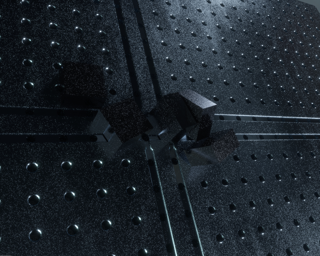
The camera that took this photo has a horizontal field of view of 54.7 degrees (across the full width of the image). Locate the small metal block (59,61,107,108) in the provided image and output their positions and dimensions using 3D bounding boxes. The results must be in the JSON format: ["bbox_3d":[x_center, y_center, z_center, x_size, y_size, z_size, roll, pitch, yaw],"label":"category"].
[{"bbox_3d":[-0.098,-0.054,0.390,0.050,0.025,0.050,2,61,-28],"label":"small metal block"}]

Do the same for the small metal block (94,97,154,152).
[{"bbox_3d":[-0.045,-0.005,0.388,0.050,0.025,0.050,-28,77,-37],"label":"small metal block"}]

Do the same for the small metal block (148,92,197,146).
[{"bbox_3d":[0.015,-0.011,0.409,0.025,0.050,0.050,-18,71,-35],"label":"small metal block"}]

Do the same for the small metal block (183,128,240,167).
[{"bbox_3d":[0.069,0.026,0.412,0.050,0.050,0.025,-32,100,-38],"label":"small metal block"}]

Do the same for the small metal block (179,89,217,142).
[{"bbox_3d":[0.045,-0.018,0.417,0.025,0.050,0.050,-18,40,-35],"label":"small metal block"}]
